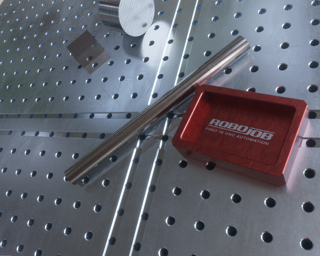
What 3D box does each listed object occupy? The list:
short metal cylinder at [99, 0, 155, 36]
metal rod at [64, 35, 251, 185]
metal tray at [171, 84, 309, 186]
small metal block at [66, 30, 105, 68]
[{"bbox_3d":[-0.055,-0.200,0.523,0.050,0.080,0.080,25,75,36],"label":"short metal cylinder"},{"bbox_3d":[-0.005,-0.023,0.423,0.300,0.025,0.025,-38,51,2],"label":"metal rod"},{"bbox_3d":[0.089,0.002,0.355,0.130,0.030,0.090,15,69,34],"label":"metal tray"},{"bbox_3d":[-0.136,-0.145,0.566,0.050,0.025,0.050,-40,51,0],"label":"small metal block"}]
